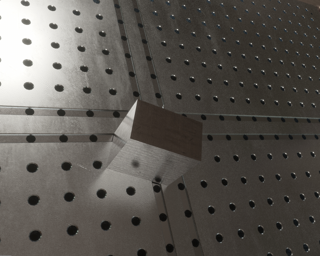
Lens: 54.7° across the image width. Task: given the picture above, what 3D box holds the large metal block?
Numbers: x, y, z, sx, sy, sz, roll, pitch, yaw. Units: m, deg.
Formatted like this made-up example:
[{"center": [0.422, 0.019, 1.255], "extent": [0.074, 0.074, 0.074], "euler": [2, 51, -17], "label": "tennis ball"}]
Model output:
[{"center": [-0.007, 0.021, 0.358], "extent": [0.081, 0.080, 0.050], "euler": [19, 54, -18], "label": "large metal block"}]
